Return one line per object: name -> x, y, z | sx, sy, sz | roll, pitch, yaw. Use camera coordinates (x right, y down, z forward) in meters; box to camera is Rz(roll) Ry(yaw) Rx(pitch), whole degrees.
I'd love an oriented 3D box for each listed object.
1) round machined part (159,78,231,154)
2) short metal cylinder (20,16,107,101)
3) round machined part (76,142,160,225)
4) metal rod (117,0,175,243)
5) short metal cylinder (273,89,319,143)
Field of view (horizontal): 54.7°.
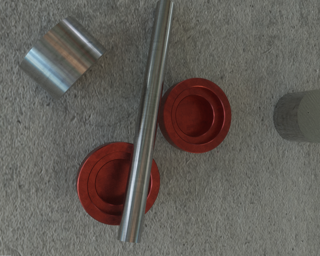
round machined part -> 0.043, -0.016, 0.417 | 0.099, 0.042, 0.097 | 0, 90, -21
short metal cylinder -> -0.105, -0.076, 0.341 | 0.050, 0.080, 0.080 | 44, 76, -15
round machined part -> -0.053, 0.065, 0.381 | 0.099, 0.042, 0.097 | 0, 90, -20
metal rod -> -0.013, -0.022, 0.371 | 0.025, 0.025, 0.299 | 14, 72, -20
short metal cylinder -> 0.226, -0.018, 0.481 | 0.081, 0.050, 0.079 | 0, 90, -21
